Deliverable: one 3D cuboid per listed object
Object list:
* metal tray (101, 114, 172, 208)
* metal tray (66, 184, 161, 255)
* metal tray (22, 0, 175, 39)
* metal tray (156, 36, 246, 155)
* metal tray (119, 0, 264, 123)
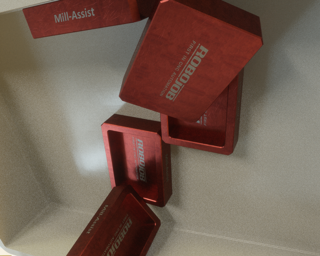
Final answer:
[{"bbox_3d":[-0.031,0.048,0.449,0.090,0.030,0.129,10,123,22],"label":"metal tray"},{"bbox_3d":[-0.058,0.155,0.428,0.030,0.130,0.090,-18,117,39],"label":"metal tray"},{"bbox_3d":[-0.061,-0.125,0.319,0.130,0.090,0.030,1,119,27],"label":"metal tray"},{"bbox_3d":[0.046,-0.037,0.357,0.090,0.030,0.129,10,123,22],"label":"metal tray"},{"bbox_3d":[0.022,-0.062,0.295,0.091,0.030,0.129,17,143,-14],"label":"metal tray"}]
